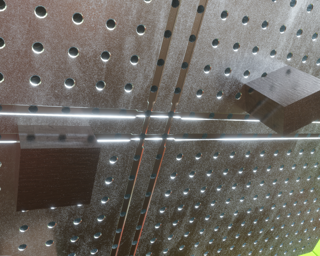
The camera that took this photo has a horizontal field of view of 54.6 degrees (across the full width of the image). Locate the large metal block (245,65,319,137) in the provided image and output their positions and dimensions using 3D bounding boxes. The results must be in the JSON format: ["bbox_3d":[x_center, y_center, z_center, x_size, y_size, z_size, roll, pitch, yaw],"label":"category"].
[{"bbox_3d":[0.182,-0.042,0.448,0.080,0.080,0.050,-24,127,-14],"label":"large metal block"}]

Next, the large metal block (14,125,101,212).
[{"bbox_3d":[-0.120,0.044,0.356,0.081,0.050,0.079,1,118,-29],"label":"large metal block"}]
